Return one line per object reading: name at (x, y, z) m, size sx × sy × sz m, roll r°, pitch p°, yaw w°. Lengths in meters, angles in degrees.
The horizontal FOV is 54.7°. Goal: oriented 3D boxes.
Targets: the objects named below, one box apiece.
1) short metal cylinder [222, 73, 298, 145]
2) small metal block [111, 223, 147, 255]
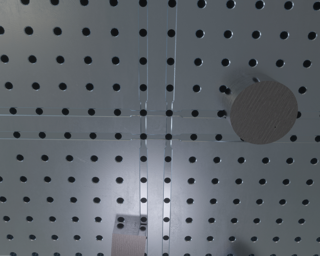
short metal cylinder at (0.124, -0.025, 0.392) m, size 0.081 × 0.050 × 0.079 m, roll 0°, pitch 110°, yaw 0°
small metal block at (-0.048, 0.177, 0.478) m, size 0.050 × 0.025 × 0.050 m, roll 5°, pitch 110°, yaw -2°
